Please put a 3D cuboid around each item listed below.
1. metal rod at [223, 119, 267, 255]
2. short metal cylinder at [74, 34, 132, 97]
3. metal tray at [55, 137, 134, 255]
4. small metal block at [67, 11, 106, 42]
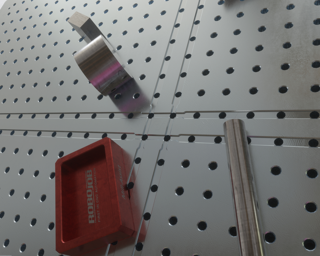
[{"bbox_3d":[0.087,0.123,0.286,0.025,0.025,0.299,-14,56,21],"label":"metal rod"},{"bbox_3d":[-0.086,-0.095,0.477,0.050,0.080,0.080,-35,51,5],"label":"short metal cylinder"},{"bbox_3d":[-0.089,0.085,0.399,0.090,0.030,0.130,-24,53,13],"label":"metal tray"},{"bbox_3d":[-0.137,-0.185,0.578,0.025,0.050,0.050,-50,52,-6],"label":"small metal block"}]
